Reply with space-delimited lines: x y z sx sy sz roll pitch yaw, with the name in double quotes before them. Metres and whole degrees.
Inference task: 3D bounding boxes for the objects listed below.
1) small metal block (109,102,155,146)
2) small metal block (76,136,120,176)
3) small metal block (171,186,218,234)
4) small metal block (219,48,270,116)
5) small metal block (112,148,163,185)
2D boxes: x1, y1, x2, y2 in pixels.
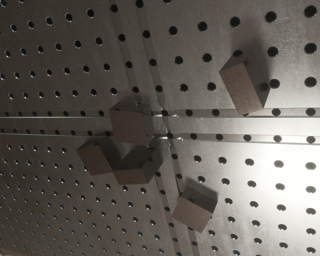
"small metal block" -0.038 -0.006 0.426 0.050 0.025 0.050 7 121 24
"small metal block" -0.096 0.045 0.488 0.050 0.025 0.050 -14 111 33
"small metal block" 0.050 0.121 0.458 0.050 0.025 0.050 26 128 11
"small metal block" 0.089 -0.048 0.318 0.025 0.050 0.050 -18 109 35
"small metal block" -0.031 0.056 0.444 0.050 0.050 0.025 -9 114 32
